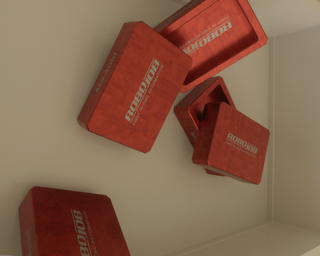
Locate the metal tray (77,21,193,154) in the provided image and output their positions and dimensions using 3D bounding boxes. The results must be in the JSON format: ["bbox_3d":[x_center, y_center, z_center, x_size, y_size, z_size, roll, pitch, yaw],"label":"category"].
[{"bbox_3d":[-0.026,-0.045,0.362,0.090,0.030,0.129,26,89,-37],"label":"metal tray"}]

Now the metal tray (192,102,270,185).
[{"bbox_3d":[0.109,0.026,0.458,0.131,0.030,0.090,24,75,-38],"label":"metal tray"}]

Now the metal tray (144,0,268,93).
[{"bbox_3d":[0.056,-0.113,0.392,0.090,0.130,0.030,48,23,-30],"label":"metal tray"}]

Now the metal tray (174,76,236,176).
[{"bbox_3d":[0.084,-0.002,0.476,0.090,0.030,0.130,-45,117,-31],"label":"metal tray"}]

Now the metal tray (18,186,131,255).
[{"bbox_3d":[-0.074,0.116,0.284,0.091,0.130,0.030,18,117,-39],"label":"metal tray"}]
